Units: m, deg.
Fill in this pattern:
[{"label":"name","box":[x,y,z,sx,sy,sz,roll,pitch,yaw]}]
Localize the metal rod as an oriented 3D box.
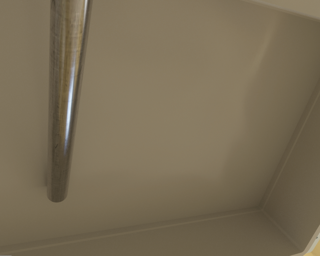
[{"label":"metal rod","box":[-0.088,-0.008,0.280,0.025,0.025,0.298,-7,145,-25]}]
